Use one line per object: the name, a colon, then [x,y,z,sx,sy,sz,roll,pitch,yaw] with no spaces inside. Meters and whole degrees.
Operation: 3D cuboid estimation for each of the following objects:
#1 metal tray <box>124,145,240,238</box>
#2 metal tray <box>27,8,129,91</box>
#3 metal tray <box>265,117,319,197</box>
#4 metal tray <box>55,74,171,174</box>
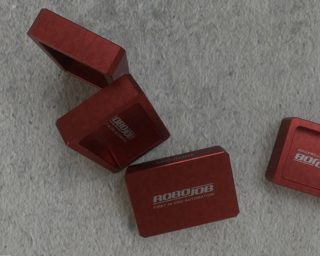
metal tray: [0.028,0.081,0.399,0.131,0.030,0.089,-13,102,-1]
metal tray: [-0.083,-0.077,0.355,0.090,0.130,0.030,27,84,-1]
metal tray: [0.218,0.046,0.410,0.131,0.030,0.090,17,90,-1]
metal tray: [-0.045,0.003,0.357,0.090,0.130,0.030,-34,65,0]
